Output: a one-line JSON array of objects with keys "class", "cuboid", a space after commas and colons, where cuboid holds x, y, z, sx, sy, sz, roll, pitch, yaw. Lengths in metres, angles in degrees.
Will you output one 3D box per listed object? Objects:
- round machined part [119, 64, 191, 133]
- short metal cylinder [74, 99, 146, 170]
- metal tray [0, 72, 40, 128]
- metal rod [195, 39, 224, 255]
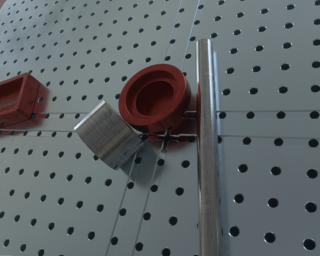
[{"class": "round machined part", "cuboid": [-0.003, -0.036, 0.421, 0.098, 0.042, 0.098, -13, 56, 21]}, {"class": "short metal cylinder", "cuboid": [-0.064, 0.009, 0.401, 0.050, 0.080, 0.080, -44, 51, -1]}, {"class": "metal tray", "cuboid": [-0.298, -0.047, 0.590, 0.130, 0.030, 0.090, -14, 56, 20]}, {"class": "metal rod", "cuboid": [0.057, 0.009, 0.372, 0.025, 0.025, 0.299, -11, 57, 22]}]
